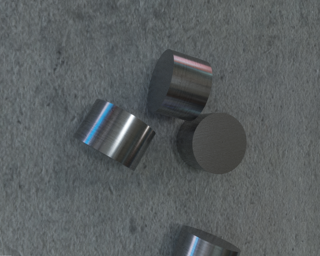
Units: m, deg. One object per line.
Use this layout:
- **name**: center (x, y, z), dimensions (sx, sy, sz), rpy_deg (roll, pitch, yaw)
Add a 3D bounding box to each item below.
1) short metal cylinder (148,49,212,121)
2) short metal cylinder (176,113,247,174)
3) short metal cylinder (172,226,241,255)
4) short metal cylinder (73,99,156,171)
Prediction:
- **short metal cylinder**: center (0.023, -0.053, 0.389), dimensions (0.050, 0.080, 0.080), rpy_deg (13, 86, -20)
- **short metal cylinder**: center (0.069, 0.020, 0.423), dimensions (0.081, 0.050, 0.079), rpy_deg (0, 90, -21)
- **short metal cylinder**: center (0.058, 0.168, 0.403), dimensions (0.080, 0.080, 0.050), rpy_deg (24, 82, -19)
- **short metal cylinder**: center (-0.052, 0.009, 0.361), dimensions (0.080, 0.080, 0.050), rpy_deg (33, 79, -18)
